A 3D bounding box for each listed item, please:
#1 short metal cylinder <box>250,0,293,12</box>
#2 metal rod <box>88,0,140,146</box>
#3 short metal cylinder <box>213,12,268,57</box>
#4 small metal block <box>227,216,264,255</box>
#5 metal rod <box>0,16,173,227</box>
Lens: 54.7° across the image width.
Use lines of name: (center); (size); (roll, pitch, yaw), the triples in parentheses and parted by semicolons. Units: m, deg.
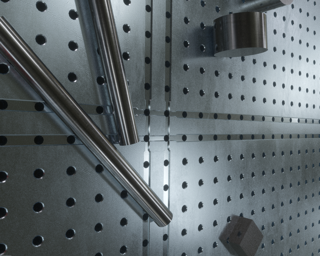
short metal cylinder: (0.202, -0.257, 0.561); (0.081, 0.050, 0.080); (0, 90, -40)
metal rod: (-0.065, -0.126, 0.353); (0.025, 0.025, 0.298); (-19, 102, -39)
short metal cylinder: (0.122, -0.140, 0.475); (0.081, 0.080, 0.050); (-7, 95, -40)
small metal block: (0.148, 0.190, 0.534); (0.050, 0.025, 0.050); (-51, 120, -28)
metal rod: (-0.073, 0.014, 0.347); (0.025, 0.025, 0.300); (-51, 120, -28)
